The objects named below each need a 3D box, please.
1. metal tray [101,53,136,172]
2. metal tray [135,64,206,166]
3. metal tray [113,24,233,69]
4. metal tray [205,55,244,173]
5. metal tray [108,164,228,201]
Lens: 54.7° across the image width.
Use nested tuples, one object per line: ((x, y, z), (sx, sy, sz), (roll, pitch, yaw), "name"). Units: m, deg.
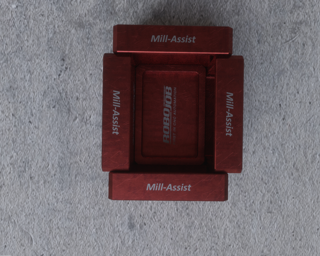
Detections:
((-0.047, -0.017, 0.377), (0.030, 0.090, 0.129), (1, 90, 0), "metal tray")
((0.013, -0.017, 0.409), (0.091, 0.030, 0.129), (1, 90, -1), "metal tray")
((0.014, -0.096, 0.378), (0.131, 0.090, 0.030), (1, 90, -1), "metal tray")
((0.075, -0.015, 0.379), (0.030, 0.090, 0.129), (1, 90, 0), "metal tray")
((0.009, 0.063, 0.378), (0.131, 0.090, 0.030), (1, 90, -1), "metal tray")
